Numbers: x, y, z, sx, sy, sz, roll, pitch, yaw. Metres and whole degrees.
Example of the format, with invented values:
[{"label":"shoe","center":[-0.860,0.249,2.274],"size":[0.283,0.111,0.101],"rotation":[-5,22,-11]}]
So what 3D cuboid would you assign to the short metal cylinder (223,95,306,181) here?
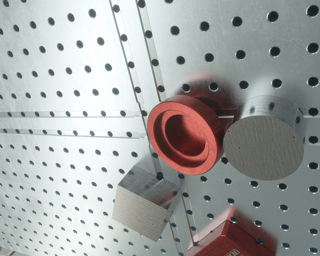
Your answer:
[{"label":"short metal cylinder","center":[0.115,0.011,0.341],"size":[0.080,0.050,0.079],"rotation":[13,124,20]}]

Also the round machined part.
[{"label":"round machined part","center":[0.036,0.005,0.377],"size":[0.098,0.042,0.097],"rotation":[21,128,30]}]

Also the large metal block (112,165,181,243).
[{"label":"large metal block","center":[-0.023,0.117,0.479],"size":[0.080,0.050,0.079],"rotation":[24,127,13]}]

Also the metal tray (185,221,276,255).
[{"label":"metal tray","center":[0.102,0.209,0.483],"size":[0.090,0.030,0.129],"rotation":[37,129,3]}]
